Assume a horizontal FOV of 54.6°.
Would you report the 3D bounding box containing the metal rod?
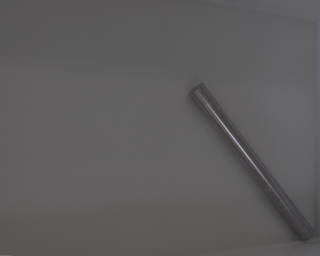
[{"bbox_3d":[0.143,0.058,0.462,0.025,0.025,0.300,-43,104,-15],"label":"metal rod"}]
